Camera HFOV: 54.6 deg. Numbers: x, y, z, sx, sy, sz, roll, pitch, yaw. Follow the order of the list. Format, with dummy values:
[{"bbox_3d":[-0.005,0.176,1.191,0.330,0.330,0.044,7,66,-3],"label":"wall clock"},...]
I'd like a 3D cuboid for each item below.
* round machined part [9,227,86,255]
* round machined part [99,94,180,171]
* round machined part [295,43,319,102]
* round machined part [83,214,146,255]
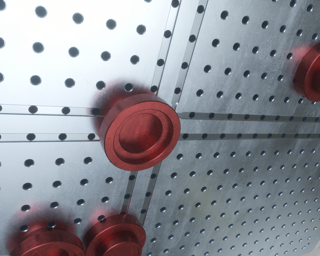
[{"bbox_3d":[-0.156,0.176,0.424,0.099,0.042,0.097,-14,124,-21],"label":"round machined part"},{"bbox_3d":[-0.027,0.002,0.386,0.099,0.042,0.097,-14,124,-21],"label":"round machined part"},{"bbox_3d":[0.268,-0.085,0.493,0.099,0.042,0.097,-14,124,-21],"label":"round machined part"},{"bbox_3d":[-0.066,0.184,0.477,0.099,0.042,0.097,-14,124,-21],"label":"round machined part"}]
